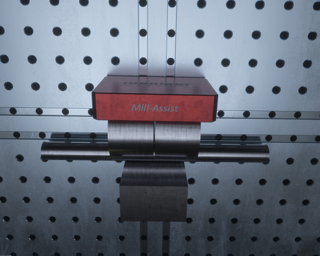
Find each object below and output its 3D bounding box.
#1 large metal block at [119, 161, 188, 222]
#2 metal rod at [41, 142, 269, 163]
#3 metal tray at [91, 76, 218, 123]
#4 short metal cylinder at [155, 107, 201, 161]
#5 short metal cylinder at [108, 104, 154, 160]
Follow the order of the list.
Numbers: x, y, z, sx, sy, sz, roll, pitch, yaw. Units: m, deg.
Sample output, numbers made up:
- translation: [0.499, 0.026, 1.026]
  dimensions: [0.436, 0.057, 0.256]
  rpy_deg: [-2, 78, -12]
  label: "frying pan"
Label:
- translation: [-0.008, 0.077, 0.408]
  dimensions: [0.081, 0.080, 0.050]
  rpy_deg: [1, 110, -1]
  label: "large metal block"
- translation: [-0.006, 0.033, 0.421]
  dimensions: [0.302, 0.025, 0.025]
  rpy_deg: [1, 110, -1]
  label: "metal rod"
- translation: [-0.005, -0.036, 0.361]
  dimensions: [0.131, 0.090, 0.030]
  rpy_deg: [1, 110, -1]
  label: "metal tray"
- translation: [0.020, 0.000, 0.381]
  dimensions: [0.050, 0.080, 0.079]
  rpy_deg: [2, 110, -1]
  label: "short metal cylinder"
- translation: [-0.033, -0.001, 0.381]
  dimensions: [0.050, 0.080, 0.079]
  rpy_deg: [1, 110, 0]
  label: "short metal cylinder"
